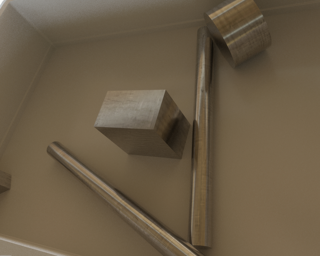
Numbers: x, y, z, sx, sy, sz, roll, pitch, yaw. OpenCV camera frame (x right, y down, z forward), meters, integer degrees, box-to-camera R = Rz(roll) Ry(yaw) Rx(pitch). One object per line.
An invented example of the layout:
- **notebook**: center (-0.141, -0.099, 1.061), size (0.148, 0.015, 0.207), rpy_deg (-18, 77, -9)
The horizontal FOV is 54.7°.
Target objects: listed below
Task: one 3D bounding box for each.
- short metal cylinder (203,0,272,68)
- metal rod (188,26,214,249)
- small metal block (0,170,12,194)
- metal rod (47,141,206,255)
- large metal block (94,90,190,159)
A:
- **short metal cylinder**: center (0.098, -0.125, 0.395), size (0.050, 0.080, 0.080), rpy_deg (-30, 52, 9)
- **metal rod**: center (0.054, -0.011, 0.383), size (0.025, 0.025, 0.299), rpy_deg (-8, 58, 24)
- **small metal block**: center (-0.269, 0.084, 0.476), size (0.050, 0.050, 0.025), rpy_deg (-25, 53, 13)
- **metal rod**: center (-0.057, 0.082, 0.370), size (0.300, 0.025, 0.025), rpy_deg (26, 76, 40)
- **large metal block**: center (-0.019, -0.003, 0.381), size (0.080, 0.080, 0.050), rpy_deg (3, 63, 29)
